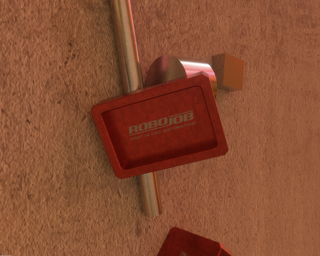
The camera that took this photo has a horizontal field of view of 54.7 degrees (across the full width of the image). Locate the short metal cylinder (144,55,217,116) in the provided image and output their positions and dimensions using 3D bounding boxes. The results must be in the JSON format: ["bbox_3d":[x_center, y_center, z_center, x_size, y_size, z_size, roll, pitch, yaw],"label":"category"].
[{"bbox_3d":[0.025,-0.049,0.392,0.050,0.080,0.079,-4,93,-40],"label":"short metal cylinder"}]

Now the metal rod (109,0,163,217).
[{"bbox_3d":[-0.030,-0.037,0.380,0.025,0.025,0.298,-14,99,-39],"label":"metal rod"}]

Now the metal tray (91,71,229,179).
[{"bbox_3d":[0.001,-0.002,0.345,0.030,0.130,0.089,-67,140,-72],"label":"metal tray"}]

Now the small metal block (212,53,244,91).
[{"bbox_3d":[0.109,-0.088,0.499,0.050,0.025,0.050,7,85,-40],"label":"small metal block"}]

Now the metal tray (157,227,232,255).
[{"bbox_3d":[0.024,0.198,0.385,0.030,0.090,0.130,47,62,-31],"label":"metal tray"}]
